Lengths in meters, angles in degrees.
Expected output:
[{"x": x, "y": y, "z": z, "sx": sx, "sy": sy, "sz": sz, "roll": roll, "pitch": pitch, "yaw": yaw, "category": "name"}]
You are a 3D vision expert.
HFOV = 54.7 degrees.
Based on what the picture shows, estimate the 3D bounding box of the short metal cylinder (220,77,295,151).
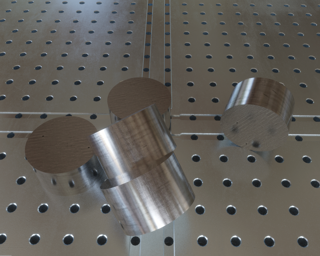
[{"x": 0.122, "y": -0.016, "z": 0.387, "sx": 0.080, "sy": 0.080, "sz": 0.050, "roll": 19, "pitch": 53, "yaw": 14, "category": "short metal cylinder"}]

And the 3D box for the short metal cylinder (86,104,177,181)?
[{"x": -0.030, "y": 0.014, "z": 0.327, "sx": 0.081, "sy": 0.080, "sz": 0.050, "roll": -28, "pitch": 96, "yaw": -22, "category": "short metal cylinder"}]

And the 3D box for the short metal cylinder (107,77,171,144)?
[{"x": -0.026, "y": -0.022, "z": 0.409, "sx": 0.081, "sy": 0.050, "sz": 0.080, "roll": 0, "pitch": 50, "yaw": 0, "category": "short metal cylinder"}]

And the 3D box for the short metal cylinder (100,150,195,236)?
[{"x": -0.012, "y": 0.062, "z": 0.311, "sx": 0.081, "sy": 0.080, "sz": 0.050, "roll": -28, "pitch": 96, "yaw": -22, "category": "short metal cylinder"}]

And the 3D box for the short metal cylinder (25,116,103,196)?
[{"x": -0.108, "y": 0.032, "z": 0.363, "sx": 0.081, "sy": 0.050, "sz": 0.080, "roll": 0, "pitch": 50, "yaw": 0, "category": "short metal cylinder"}]
